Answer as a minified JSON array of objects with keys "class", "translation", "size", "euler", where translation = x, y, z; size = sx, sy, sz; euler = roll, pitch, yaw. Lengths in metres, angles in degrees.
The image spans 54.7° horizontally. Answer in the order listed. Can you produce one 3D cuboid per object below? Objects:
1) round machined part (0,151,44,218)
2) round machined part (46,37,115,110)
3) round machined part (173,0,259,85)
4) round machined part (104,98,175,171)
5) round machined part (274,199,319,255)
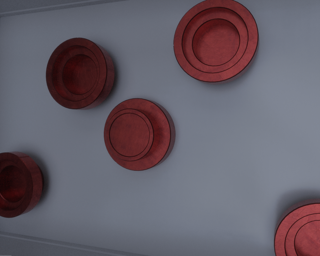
[{"class":"round machined part","translation":[-0.221,0.085,0.480],"size":[0.098,0.042,0.097],"euler":[0,90,20]},{"class":"round machined part","translation":[-0.108,-0.074,0.440],"size":[0.098,0.042,0.097],"euler":[0,90,20]},{"class":"round machined part","translation":[0.069,-0.101,0.377],"size":[0.098,0.042,0.097],"euler":[0,90,20]},{"class":"round machined part","translation":[-0.033,0.009,0.413],"size":[0.098,0.042,0.097],"euler":[0,90,20]},{"class":"round machined part","translation":[0.177,0.126,0.339],"size":[0.098,0.042,0.097],"euler":[0,90,20]}]
